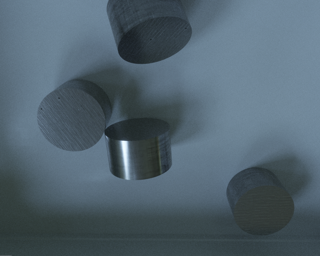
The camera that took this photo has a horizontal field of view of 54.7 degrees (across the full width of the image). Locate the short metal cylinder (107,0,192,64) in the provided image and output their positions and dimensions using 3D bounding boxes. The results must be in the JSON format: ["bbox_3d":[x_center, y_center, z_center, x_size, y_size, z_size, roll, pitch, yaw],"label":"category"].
[{"bbox_3d":[-0.012,-0.112,0.333,0.080,0.080,0.050,-19,72,7],"label":"short metal cylinder"}]

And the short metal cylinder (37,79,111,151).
[{"bbox_3d":[-0.105,-0.017,0.391,0.081,0.050,0.079,0,110,0],"label":"short metal cylinder"}]

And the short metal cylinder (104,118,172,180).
[{"bbox_3d":[-0.026,0.024,0.390,0.080,0.080,0.050,-4,110,1],"label":"short metal cylinder"}]

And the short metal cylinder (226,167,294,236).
[{"bbox_3d":[0.139,0.103,0.437,0.081,0.050,0.079,0,110,0],"label":"short metal cylinder"}]
